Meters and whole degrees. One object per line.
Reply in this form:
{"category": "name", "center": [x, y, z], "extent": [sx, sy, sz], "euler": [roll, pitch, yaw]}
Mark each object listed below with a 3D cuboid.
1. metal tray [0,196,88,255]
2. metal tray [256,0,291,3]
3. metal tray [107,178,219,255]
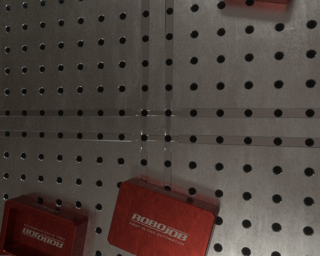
{"category": "metal tray", "center": [-0.180, 0.165, 0.471], "extent": [0.130, 0.030, 0.089], "euler": [12, 94, 19]}
{"category": "metal tray", "center": [0.125, -0.221, 0.365], "extent": [0.090, 0.030, 0.129], "euler": [15, 95, 19]}
{"category": "metal tray", "center": [0.002, 0.129, 0.408], "extent": [0.130, 0.030, 0.089], "euler": [16, 95, 19]}
